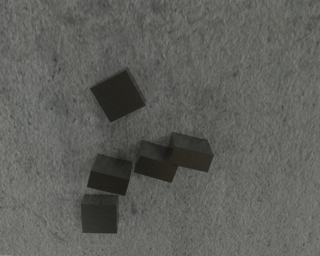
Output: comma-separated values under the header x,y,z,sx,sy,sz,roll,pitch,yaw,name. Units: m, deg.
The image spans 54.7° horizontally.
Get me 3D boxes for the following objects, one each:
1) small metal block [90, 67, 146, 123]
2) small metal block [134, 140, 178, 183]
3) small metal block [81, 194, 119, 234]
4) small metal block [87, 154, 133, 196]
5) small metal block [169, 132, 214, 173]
x,y,z,sx,sy,sz,roll,pitch,yaw,name
-0.052,-0.042,0.393,0.050,0.025,0.050,-26,109,8,small metal block
-0.005,0.043,0.412,0.050,0.050,0.025,17,109,-7,small metal block
-0.087,0.126,0.455,0.050,0.025,0.050,2,110,-1,small metal block
-0.066,0.062,0.419,0.050,0.050,0.025,15,109,-6,small metal block
0.039,0.031,0.408,0.050,0.050,0.025,13,109,-5,small metal block
